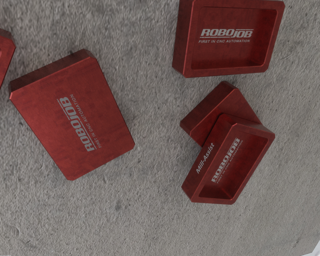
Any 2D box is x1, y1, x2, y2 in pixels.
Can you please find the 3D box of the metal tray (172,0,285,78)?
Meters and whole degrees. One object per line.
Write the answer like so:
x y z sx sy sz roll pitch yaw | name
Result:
0.084 -0.112 0.379 0.131 0.030 0.089 -8 122 -24 | metal tray

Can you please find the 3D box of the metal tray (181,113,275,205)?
0.098 0.050 0.447 0.091 0.030 0.129 13 112 -34 | metal tray

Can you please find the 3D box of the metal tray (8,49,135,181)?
-0.092 -0.010 0.347 0.090 0.030 0.129 -28 128 -11 | metal tray

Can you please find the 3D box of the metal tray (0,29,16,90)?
-0.202 -0.060 0.256 0.131 0.030 0.090 17 109 -35 | metal tray

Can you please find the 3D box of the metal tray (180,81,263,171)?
0.100 0.004 0.461 0.090 0.030 0.130 -45 129 3 | metal tray
